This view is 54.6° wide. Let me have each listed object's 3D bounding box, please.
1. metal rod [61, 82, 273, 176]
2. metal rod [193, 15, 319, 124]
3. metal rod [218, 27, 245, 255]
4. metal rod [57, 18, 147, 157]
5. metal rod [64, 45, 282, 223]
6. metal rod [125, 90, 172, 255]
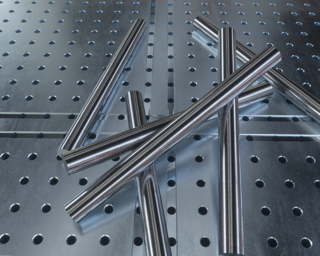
[{"bbox_3d":[0.029,-0.008,0.390,0.302,0.025,0.025,-20,53,-26],"label":"metal rod"},{"bbox_3d":[0.153,-0.100,0.492,0.025,0.025,0.300,-27,55,-21],"label":"metal rod"},{"bbox_3d":[0.083,-0.006,0.376,0.025,0.025,0.300,4,61,3],"label":"metal rod"},{"bbox_3d":[-0.075,-0.078,0.472,0.025,0.025,0.300,12,51,10],"label":"metal rod"},{"bbox_3d":[0.023,0.000,0.355,0.301,0.025,0.025,-38,59,-11],"label":"metal rod"},{"bbox_3d":[-0.013,0.068,0.350,0.025,0.025,0.300,-7,50,-6],"label":"metal rod"}]
